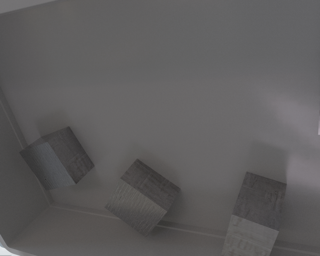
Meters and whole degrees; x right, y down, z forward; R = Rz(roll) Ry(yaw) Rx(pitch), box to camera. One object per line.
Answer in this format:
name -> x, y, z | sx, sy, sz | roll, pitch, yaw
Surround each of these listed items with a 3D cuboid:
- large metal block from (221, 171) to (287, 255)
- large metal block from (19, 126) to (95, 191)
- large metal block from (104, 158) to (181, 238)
large metal block -> 0.116, 0.115, 0.383 | 0.050, 0.080, 0.079 | 16, 125, 19
large metal block -> -0.171, 0.052, 0.515 | 0.080, 0.050, 0.080 | -17, 110, 35
large metal block -> -0.028, 0.107, 0.474 | 0.080, 0.050, 0.079 | 34, 129, 5
